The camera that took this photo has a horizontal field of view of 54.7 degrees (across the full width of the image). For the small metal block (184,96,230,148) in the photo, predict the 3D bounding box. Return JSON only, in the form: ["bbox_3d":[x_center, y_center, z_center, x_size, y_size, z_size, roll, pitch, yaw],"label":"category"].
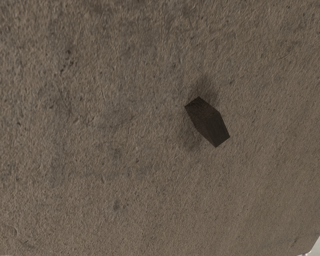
[{"bbox_3d":[0.064,-0.008,0.423,0.025,0.050,0.050,-36,130,-5],"label":"small metal block"}]
